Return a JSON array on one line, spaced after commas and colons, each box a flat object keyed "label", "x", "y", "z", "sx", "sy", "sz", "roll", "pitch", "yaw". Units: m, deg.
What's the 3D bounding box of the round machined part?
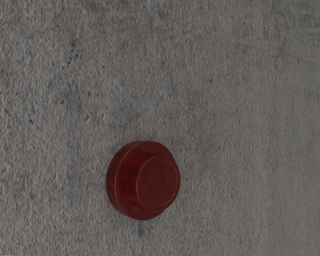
[{"label": "round machined part", "x": -0.013, "y": 0.065, "z": 0.382, "sx": 0.099, "sy": 0.042, "sz": 0.097, "roll": 0, "pitch": 90, "yaw": -40}]
